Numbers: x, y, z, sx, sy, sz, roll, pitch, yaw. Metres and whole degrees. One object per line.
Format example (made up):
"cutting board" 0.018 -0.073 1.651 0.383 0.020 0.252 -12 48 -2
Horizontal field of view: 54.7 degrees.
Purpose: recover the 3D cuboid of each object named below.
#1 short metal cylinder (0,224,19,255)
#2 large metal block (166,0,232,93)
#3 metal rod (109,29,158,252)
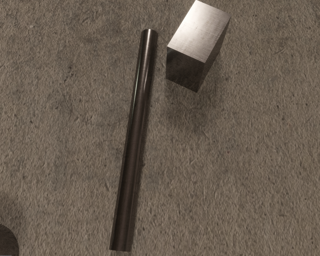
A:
"short metal cylinder" -0.206 0.144 0.340 0.081 0.050 0.080 0 70 0
"large metal block" 0.049 -0.107 0.419 0.050 0.080 0.080 27 72 9
"metal rod" -0.031 0.001 0.407 0.025 0.025 0.299 6 70 2
